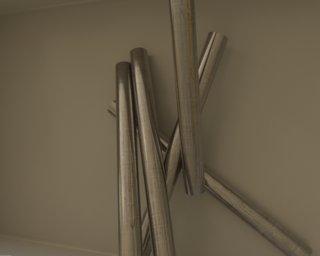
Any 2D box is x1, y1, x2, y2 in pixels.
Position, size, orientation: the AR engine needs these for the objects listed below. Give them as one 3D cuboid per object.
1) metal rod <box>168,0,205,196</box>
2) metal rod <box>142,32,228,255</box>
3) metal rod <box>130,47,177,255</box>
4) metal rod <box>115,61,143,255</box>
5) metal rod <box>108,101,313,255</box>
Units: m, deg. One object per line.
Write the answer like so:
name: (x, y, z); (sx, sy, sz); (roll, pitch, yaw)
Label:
metal rod: (0.027, -0.065, 0.320); (0.025, 0.025, 0.298); (1, 111, 19)
metal rod: (0.020, 0.030, 0.376); (0.025, 0.025, 0.298); (20, 92, 18)
metal rod: (-0.009, 0.035, 0.364); (0.025, 0.025, 0.299); (-16, 66, 19)
metal rod: (-0.037, 0.048, 0.360); (0.025, 0.025, 0.299); (-16, 61, 19)
metal rod: (0.051, 0.058, 0.392); (0.300, 0.025, 0.025); (38, 102, 15)
